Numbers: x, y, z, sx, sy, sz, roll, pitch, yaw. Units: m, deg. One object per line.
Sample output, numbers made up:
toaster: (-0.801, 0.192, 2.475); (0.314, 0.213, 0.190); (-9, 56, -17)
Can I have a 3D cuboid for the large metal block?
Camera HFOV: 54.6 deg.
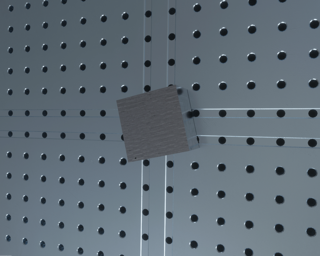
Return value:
large metal block: (-0.002, -0.004, 0.399); (0.080, 0.050, 0.080); (-13, 86, 19)
